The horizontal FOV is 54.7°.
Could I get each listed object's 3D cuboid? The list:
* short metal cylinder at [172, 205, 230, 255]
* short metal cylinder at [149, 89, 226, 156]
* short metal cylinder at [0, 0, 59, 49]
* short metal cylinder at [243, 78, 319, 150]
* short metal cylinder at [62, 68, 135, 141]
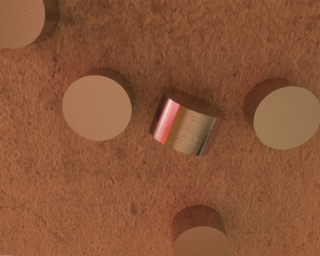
[{"bbox_3d":[0.058,0.162,0.457,0.081,0.050,0.079,0,110,-1],"label":"short metal cylinder"},{"bbox_3d":[0.033,-0.008,0.378,0.080,0.080,0.050,19,109,-7],"label":"short metal cylinder"},{"bbox_3d":[-0.161,-0.132,0.346,0.081,0.050,0.079,0,110,-1],"label":"short metal cylinder"},{"bbox_3d":[0.152,-0.019,0.392,0.081,0.050,0.079,0,110,-1],"label":"short metal cylinder"},{"bbox_3d":[-0.073,-0.031,0.384,0.081,0.050,0.079,0,110,-1],"label":"short metal cylinder"}]
